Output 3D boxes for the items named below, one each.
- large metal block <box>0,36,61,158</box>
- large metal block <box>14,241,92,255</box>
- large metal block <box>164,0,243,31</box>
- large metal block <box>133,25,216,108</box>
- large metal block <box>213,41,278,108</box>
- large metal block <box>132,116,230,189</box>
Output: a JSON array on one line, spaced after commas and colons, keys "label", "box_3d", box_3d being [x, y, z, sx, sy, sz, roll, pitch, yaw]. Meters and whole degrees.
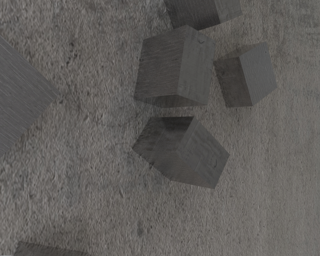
[{"label": "large metal block", "box_3d": [-0.150, -0.028, 0.263, 0.080, 0.050, 0.080, 49, 61, -29]}, {"label": "large metal block", "box_3d": [-0.106, 0.164, 0.300, 0.080, 0.050, 0.080, 29, 72, -36]}, {"label": "large metal block", "box_3d": [0.053, -0.174, 0.412, 0.050, 0.080, 0.080, -32, 110, -35]}, {"label": "large metal block", "box_3d": [0.017, -0.071, 0.383, 0.050, 0.080, 0.080, 14, 81, -39]}, {"label": "large metal block", "box_3d": [0.141, -0.087, 0.506, 0.081, 0.050, 0.080, -33, 110, -35]}, {"label": "large metal block", "box_3d": [0.026, 0.030, 0.391, 0.080, 0.080, 0.050, 44, 64, -32]}]
